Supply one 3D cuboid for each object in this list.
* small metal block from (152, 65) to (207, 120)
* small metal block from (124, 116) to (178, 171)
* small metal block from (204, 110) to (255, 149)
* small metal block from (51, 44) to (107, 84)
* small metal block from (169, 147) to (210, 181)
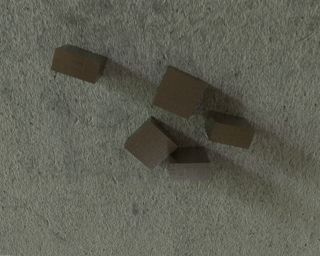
[{"bbox_3d":[0.024,-0.045,0.393,0.050,0.025,0.050,23,108,-9],"label":"small metal block"},{"bbox_3d":[-0.012,0.021,0.417,0.050,0.025,0.050,43,104,-14],"label":"small metal block"},{"bbox_3d":[0.087,0.001,0.397,0.050,0.050,0.025,12,110,-5],"label":"small metal block"},{"bbox_3d":[-0.094,-0.077,0.367,0.050,0.050,0.025,18,109,-7],"label":"small metal block"},{"bbox_3d":[0.038,0.047,0.414,0.050,0.050,0.025,-1,110,0],"label":"small metal block"}]
